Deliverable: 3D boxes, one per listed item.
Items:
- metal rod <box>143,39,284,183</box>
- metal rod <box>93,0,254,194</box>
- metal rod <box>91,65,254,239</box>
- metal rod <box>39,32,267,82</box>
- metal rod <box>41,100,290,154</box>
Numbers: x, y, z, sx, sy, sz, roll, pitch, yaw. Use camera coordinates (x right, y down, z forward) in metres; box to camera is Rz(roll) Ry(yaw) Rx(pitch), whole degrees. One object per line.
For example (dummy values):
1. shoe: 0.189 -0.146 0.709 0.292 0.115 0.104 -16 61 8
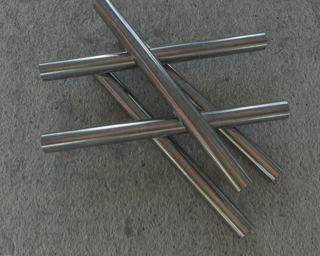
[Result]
1. metal rod: 0.044 -0.043 0.425 0.025 0.025 0.300 -41 75 -14
2. metal rod: 0.006 -0.052 0.376 0.025 0.025 0.299 -33 74 -11
3. metal rod: 0.003 0.016 0.403 0.025 0.025 0.300 -39 75 -13
4. metal rod: -0.006 -0.097 0.418 0.302 0.025 0.025 -9 71 -4
5. metal rod: 0.010 -0.002 0.384 0.302 0.025 0.025 -8 70 -4
